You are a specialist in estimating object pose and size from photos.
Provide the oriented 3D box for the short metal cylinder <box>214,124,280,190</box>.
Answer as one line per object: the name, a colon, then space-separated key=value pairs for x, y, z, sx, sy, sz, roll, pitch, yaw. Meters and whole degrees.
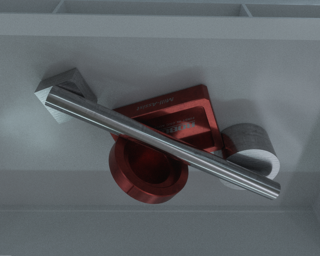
short metal cylinder: x=0.117 y=0.040 z=0.427 sx=0.081 sy=0.050 sz=0.079 roll=0 pitch=130 yaw=0

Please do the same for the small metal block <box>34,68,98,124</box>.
small metal block: x=-0.111 y=-0.038 z=0.373 sx=0.050 sy=0.025 sz=0.050 roll=-17 pitch=128 yaw=13

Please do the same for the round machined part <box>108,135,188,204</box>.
round machined part: x=-0.017 y=0.049 z=0.384 sx=0.099 sy=0.098 sz=0.042 roll=22 pitch=134 yaw=-18

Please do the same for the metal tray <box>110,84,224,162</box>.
metal tray: x=0.009 y=0.003 z=0.406 sx=0.130 sy=0.030 sz=0.090 roll=-15 pitch=129 yaw=12

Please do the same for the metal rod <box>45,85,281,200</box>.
metal rod: x=0.014 y=0.023 z=0.373 sx=0.302 sy=0.025 sz=0.025 roll=24 pitch=126 yaw=-12
